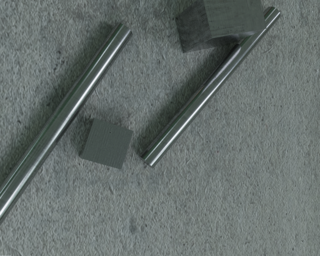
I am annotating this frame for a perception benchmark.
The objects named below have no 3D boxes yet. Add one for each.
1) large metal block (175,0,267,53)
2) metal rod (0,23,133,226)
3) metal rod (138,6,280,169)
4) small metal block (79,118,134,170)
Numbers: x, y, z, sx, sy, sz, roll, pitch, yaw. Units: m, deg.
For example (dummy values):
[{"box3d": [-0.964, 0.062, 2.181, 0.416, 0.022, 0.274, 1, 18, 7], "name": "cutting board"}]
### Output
[{"box3d": [0.077, -0.139, 0.409, 0.081, 0.080, 0.050, -16, 96, -20], "name": "large metal block"}, {"box3d": [-0.123, 0.000, 0.363, 0.025, 0.025, 0.300, 36, 78, -17], "name": "metal rod"}, {"box3d": [0.077, -0.065, 0.438, 0.025, 0.025, 0.300, 45, 76, -15], "name": "metal rod"}, {"box3d": [-0.067, 0.020, 0.385, 0.050, 0.025, 0.050, 19, 84, -20], "name": "small metal block"}]
